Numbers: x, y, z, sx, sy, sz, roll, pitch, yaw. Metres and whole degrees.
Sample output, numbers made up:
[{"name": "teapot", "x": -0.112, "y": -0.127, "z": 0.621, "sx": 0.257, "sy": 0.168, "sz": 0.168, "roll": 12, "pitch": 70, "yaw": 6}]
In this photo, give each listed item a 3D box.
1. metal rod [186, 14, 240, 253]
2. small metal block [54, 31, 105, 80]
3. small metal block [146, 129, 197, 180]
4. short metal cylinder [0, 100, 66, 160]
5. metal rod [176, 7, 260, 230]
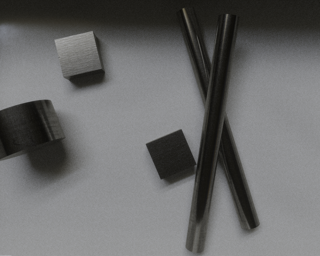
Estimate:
[{"name": "metal rod", "x": 0.064, "y": 0.013, "z": 0.391, "sx": 0.025, "sy": 0.025, "sz": 0.298, "roll": 7, "pitch": 98, "yaw": -1}, {"name": "small metal block", "x": -0.105, "y": -0.095, "z": 0.410, "sx": 0.050, "sy": 0.025, "sz": 0.050, "roll": -13, "pitch": 90, "yaw": -1}, {"name": "small metal block", "x": 0.014, "y": 0.034, "z": 0.412, "sx": 0.050, "sy": 0.025, "sz": 0.050, "roll": -23, "pitch": 90, "yaw": -1}, {"name": "short metal cylinder", "x": -0.165, "y": 0.003, "z": 0.382, "sx": 0.080, "sy": 0.080, "sz": 0.050, "roll": -21, "pitch": 90, "yaw": 0}, {"name": "metal rod", "x": 0.077, "y": -0.013, "z": 0.412, "sx": 0.025, "sy": 0.025, "sz": 0.298, "roll": -17, "pitch": 90, "yaw": 0}]
